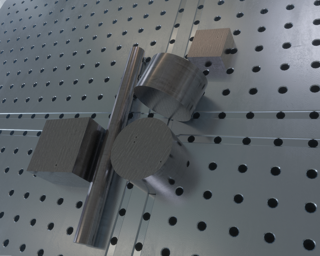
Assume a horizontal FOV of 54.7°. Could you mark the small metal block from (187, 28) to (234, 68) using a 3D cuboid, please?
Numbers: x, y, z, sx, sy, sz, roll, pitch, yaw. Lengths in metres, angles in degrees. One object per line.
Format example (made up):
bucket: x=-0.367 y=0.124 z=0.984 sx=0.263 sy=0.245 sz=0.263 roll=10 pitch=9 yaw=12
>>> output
small metal block: x=0.072 y=-0.113 z=0.440 sx=0.050 sy=0.025 sz=0.050 roll=7 pitch=65 yaw=31

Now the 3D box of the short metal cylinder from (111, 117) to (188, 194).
short metal cylinder: x=-0.012 y=0.034 z=0.378 sx=0.080 sy=0.050 sz=0.080 roll=-13 pitch=56 yaw=21

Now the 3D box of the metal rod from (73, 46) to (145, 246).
metal rod: x=-0.064 y=0.008 z=0.436 sx=0.025 sy=0.025 sz=0.300 roll=-2 pitch=60 yaw=27

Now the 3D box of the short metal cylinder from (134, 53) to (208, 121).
short metal cylinder: x=0.014 y=-0.051 z=0.397 sx=0.080 sy=0.080 sz=0.050 roll=17 pitch=71 yaw=34

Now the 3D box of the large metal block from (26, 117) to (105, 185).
large metal block: x=-0.127 y=0.033 z=0.439 sx=0.080 sy=0.050 sz=0.080 roll=-3 pitch=61 yaw=27
